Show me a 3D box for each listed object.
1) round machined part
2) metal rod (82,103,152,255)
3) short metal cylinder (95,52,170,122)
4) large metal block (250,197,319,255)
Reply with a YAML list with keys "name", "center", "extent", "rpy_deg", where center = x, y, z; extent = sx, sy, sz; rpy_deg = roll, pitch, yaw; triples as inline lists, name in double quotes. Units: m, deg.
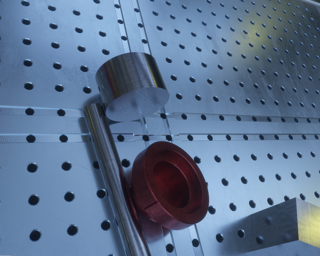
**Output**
- name: "round machined part"
  center: [0.007, 0.067, 0.349]
  extent: [0.098, 0.042, 0.098]
  rpy_deg: [31, 39, -29]
- name: "metal rod"
  center: [-0.031, 0.107, 0.327]
  extent: [0.025, 0.025, 0.299]
  rpy_deg: [-8, 66, -32]
- name: "short metal cylinder"
  center: [-0.034, -0.049, 0.385]
  extent: [0.081, 0.080, 0.050]
  rpy_deg: [-6, 65, -31]
- name: "large metal block"
  center: [0.172, 0.134, 0.386]
  extent: [0.080, 0.080, 0.050]
  rpy_deg: [24, 53, -14]
